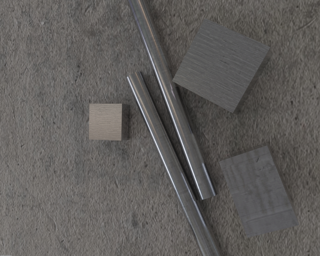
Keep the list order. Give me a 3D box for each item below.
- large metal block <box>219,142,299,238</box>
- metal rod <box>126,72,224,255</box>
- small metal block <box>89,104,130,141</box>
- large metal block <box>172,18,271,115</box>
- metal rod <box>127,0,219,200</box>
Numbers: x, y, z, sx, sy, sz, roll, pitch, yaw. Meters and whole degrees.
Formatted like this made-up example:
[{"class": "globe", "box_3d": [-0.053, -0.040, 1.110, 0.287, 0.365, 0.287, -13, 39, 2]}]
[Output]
[{"class": "large metal block", "box_3d": [0.109, 0.063, 0.341, 0.050, 0.080, 0.080, -22, 83, 19]}, {"class": "metal rod", "box_3d": [0.025, 0.065, 0.400, 0.025, 0.025, 0.299, -26, 82, 18]}, {"class": "small metal block", "box_3d": [-0.071, -0.008, 0.434, 0.050, 0.025, 0.050, 1, 91, 20]}, {"class": "large metal block", "box_3d": [0.074, -0.071, 0.370, 0.080, 0.050, 0.080, 31, 100, 17]}, {"class": "metal rod", "box_3d": [0.011, -0.054, 0.404, 0.025, 0.025, 0.299, -22, 83, 18]}]
